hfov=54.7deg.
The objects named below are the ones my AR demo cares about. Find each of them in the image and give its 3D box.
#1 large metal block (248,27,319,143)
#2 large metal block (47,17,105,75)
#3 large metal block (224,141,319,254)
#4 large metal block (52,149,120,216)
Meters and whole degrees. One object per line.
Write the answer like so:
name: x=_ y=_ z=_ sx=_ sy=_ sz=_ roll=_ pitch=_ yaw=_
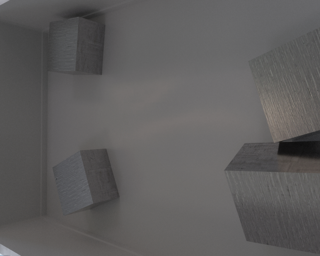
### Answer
large metal block: x=0.137 y=-0.037 z=0.277 sx=0.080 sy=0.050 sz=0.080 roll=-22 pitch=76 yaw=38
large metal block: x=-0.138 y=-0.130 z=0.504 sx=0.080 sy=0.050 sz=0.079 roll=8 pitch=95 yaw=39
large metal block: x=0.114 y=0.059 z=0.276 sx=0.080 sy=0.050 sz=0.080 roll=-5 pitch=114 yaw=40
large metal block: x=-0.118 y=0.085 z=0.488 sx=0.080 sy=0.050 sz=0.080 roll=-29 pitch=72 yaw=36
